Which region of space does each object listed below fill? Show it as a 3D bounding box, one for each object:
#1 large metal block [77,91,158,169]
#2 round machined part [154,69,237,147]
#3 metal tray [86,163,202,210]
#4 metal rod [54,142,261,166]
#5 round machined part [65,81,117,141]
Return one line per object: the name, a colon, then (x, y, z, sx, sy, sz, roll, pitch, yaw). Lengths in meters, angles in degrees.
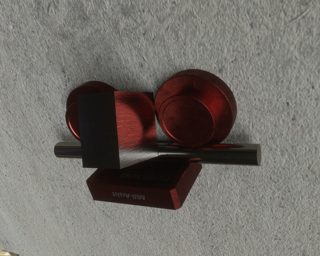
large metal block: (-0.046, 0.000, 0.361, 0.050, 0.080, 0.079, -2, 94, 28)
round machined part: (0.037, -0.016, 0.366, 0.098, 0.042, 0.097, 13, 124, 20)
metal tray: (-0.020, 0.062, 0.413, 0.130, 0.090, 0.030, -1, 118, 28)
metal rod: (-0.023, 0.032, 0.412, 0.300, 0.025, 0.025, -1, 118, 28)
round machined part: (-0.092, -0.013, 0.433, 0.098, 0.042, 0.097, 13, 124, 20)
